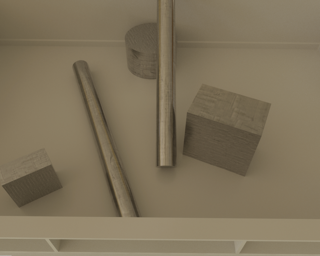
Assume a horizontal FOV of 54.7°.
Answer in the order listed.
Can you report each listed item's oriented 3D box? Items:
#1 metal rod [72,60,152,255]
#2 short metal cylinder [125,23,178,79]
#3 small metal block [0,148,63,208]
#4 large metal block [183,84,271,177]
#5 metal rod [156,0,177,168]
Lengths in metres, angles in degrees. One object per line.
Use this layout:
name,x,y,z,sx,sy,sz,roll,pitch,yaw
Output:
metal rod,-0.072,0.012,0.393,0.025,0.025,0.300,-16,52,-13
short metal cylinder,-0.013,-0.123,0.492,0.081,0.050,0.080,0,50,0
small metal block,-0.142,0.055,0.341,0.050,0.050,0.025,-24,54,-19
large metal block,0.076,0.003,0.368,0.080,0.080,0.050,19,53,15
metal rod,0.008,-0.098,0.406,0.025,0.025,0.299,0,75,0
